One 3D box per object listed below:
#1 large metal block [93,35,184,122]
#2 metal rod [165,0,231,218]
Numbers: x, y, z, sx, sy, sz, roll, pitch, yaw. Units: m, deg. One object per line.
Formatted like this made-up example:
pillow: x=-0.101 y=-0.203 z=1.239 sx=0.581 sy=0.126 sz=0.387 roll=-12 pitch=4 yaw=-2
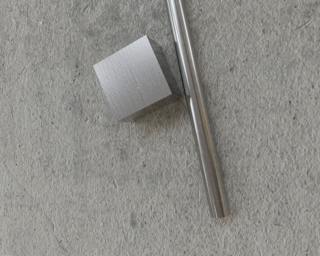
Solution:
large metal block: x=-0.027 y=-0.060 z=0.404 sx=0.080 sy=0.050 sz=0.080 roll=-25 pitch=82 yaw=18
metal rod: x=0.045 y=-0.038 z=0.392 sx=0.025 sy=0.025 sz=0.298 roll=-13 pitch=86 yaw=19
